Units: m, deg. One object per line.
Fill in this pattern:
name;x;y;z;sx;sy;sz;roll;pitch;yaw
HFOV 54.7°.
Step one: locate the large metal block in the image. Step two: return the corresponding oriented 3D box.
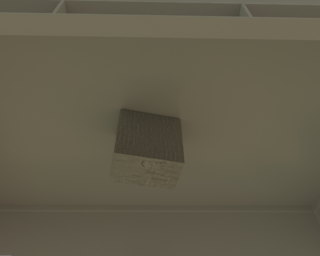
large metal block;-0.017;0.026;0.392;0.081;0.080;0.050;9;129;-8
